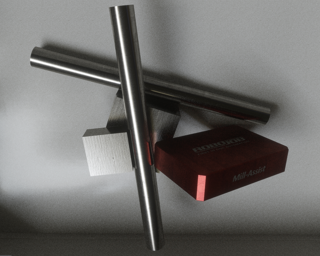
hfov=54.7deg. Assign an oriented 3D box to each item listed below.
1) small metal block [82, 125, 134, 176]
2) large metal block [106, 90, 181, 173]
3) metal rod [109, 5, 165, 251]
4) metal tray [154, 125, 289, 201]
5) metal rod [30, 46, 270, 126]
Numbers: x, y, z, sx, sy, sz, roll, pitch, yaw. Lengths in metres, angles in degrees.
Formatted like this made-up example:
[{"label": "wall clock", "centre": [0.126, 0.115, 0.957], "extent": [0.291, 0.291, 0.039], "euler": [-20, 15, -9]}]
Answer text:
[{"label": "small metal block", "centre": [-0.059, 0.026, 0.365], "extent": [0.050, 0.025, 0.050], "euler": [-6, 110, 1]}, {"label": "large metal block", "centre": [-0.026, 0.002, 0.397], "extent": [0.080, 0.050, 0.079], "euler": [17, 109, -7]}, {"label": "metal rod", "centre": [-0.022, 0.016, 0.362], "extent": [0.025, 0.025, 0.298], "euler": [-6, 110, 2]}, {"label": "metal tray", "centre": [0.070, 0.034, 0.360], "extent": [0.131, 0.090, 0.030], "euler": [-11, 114, -30]}, {"label": "metal rod", "centre": [-0.007, -0.051, 0.392], "extent": [0.302, 0.025, 0.025], "euler": [14, 110, -6]}]
